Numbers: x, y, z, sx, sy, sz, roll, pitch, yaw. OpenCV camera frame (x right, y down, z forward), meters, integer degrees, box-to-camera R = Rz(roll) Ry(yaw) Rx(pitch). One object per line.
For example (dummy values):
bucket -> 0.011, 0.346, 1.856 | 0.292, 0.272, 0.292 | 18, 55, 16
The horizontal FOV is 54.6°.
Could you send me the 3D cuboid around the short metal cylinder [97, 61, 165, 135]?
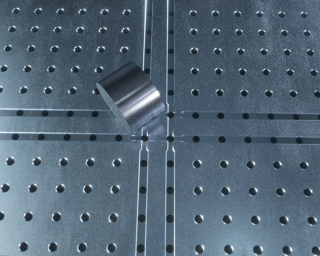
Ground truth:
short metal cylinder -> -0.037, -0.037, 0.396 | 0.050, 0.080, 0.080 | -35, 74, -12
